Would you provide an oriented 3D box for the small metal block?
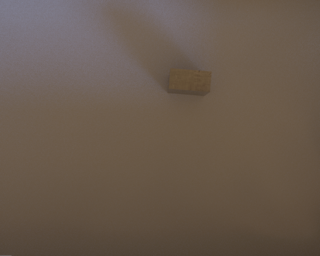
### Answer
[{"bbox_3d":[0.037,-0.058,0.399,0.050,0.050,0.025,5,90,0],"label":"small metal block"}]
